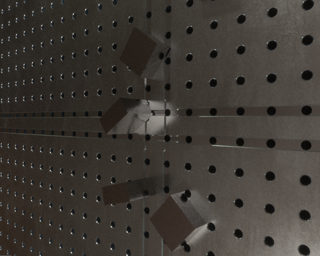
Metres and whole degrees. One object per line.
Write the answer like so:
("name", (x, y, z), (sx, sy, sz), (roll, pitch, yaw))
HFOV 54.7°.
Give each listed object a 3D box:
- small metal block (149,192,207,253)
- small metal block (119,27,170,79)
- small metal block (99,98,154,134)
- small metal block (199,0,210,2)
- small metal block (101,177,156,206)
("small metal block", (0.022, 0.118, 0.390), (0.050, 0.025, 0.050), (51, 119, 27))
("small metal block", (-0.022, -0.103, 0.426), (0.050, 0.025, 0.050), (44, 116, 30))
("small metal block", (-0.046, -0.016, 0.429), (0.050, 0.050, 0.025), (-41, 66, 32))
("small metal block", (0.064, -0.179, 0.355), (0.050, 0.025, 0.050), (1, 91, 39))
("small metal block", (-0.043, 0.087, 0.426), (0.050, 0.050, 0.025), (-19, 78, 38))
